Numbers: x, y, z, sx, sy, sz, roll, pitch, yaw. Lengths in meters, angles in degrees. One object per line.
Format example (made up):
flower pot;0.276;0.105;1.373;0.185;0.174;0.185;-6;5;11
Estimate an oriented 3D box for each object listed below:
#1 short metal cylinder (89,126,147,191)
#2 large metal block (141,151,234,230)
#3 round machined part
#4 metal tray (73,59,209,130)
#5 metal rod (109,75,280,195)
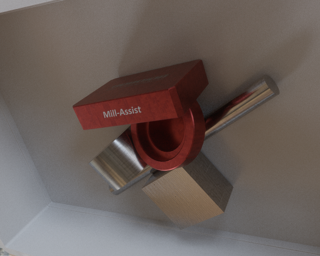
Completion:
short metal cylinder;-0.049;0.038;0.419;0.050;0.080;0.080;48;129;-5
large metal block;0.037;0.081;0.418;0.080;0.050;0.080;48;129;-6
round machined part;0.014;-0.001;0.369;0.098;0.042;0.097;4;96;42
metal tray;-0.021;-0.037;0.350;0.130;0.090;0.030;-7;115;30
metal rod;0.021;0.026;0.410;0.025;0.025;0.299;48;128;-6
